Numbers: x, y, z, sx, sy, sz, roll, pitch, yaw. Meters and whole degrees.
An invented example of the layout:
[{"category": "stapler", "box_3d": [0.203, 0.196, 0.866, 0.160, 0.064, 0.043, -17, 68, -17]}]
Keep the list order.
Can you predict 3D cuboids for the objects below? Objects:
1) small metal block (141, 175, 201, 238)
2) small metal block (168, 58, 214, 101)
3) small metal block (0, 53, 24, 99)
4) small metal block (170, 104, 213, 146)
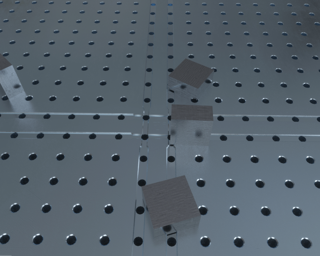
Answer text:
[{"category": "small metal block", "box_3d": [0.011, 0.085, 0.337, 0.050, 0.025, 0.050, -13, 51, -11]}, {"category": "small metal block", "box_3d": [0.047, -0.074, 0.470, 0.050, 0.025, 0.050, 27, 55, 21]}, {"category": "small metal block", "box_3d": [-0.232, -0.079, 0.457, 0.025, 0.050, 0.050, -36, 59, -26]}, {"category": "small metal block", "box_3d": [0.039, -0.003, 0.394, 0.050, 0.050, 0.025, 2, 50, 2]}]
